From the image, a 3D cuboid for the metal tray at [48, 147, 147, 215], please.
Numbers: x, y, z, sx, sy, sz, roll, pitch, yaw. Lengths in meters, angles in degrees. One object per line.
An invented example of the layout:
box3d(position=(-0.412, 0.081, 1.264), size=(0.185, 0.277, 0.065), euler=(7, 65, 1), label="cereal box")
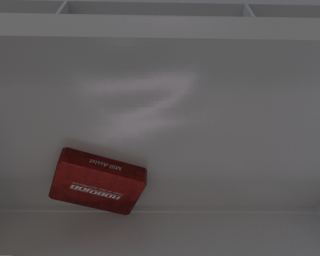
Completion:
box3d(position=(-0.095, 0.085, 0.477), size=(0.131, 0.030, 0.089), euler=(17, 128, -14), label="metal tray")
